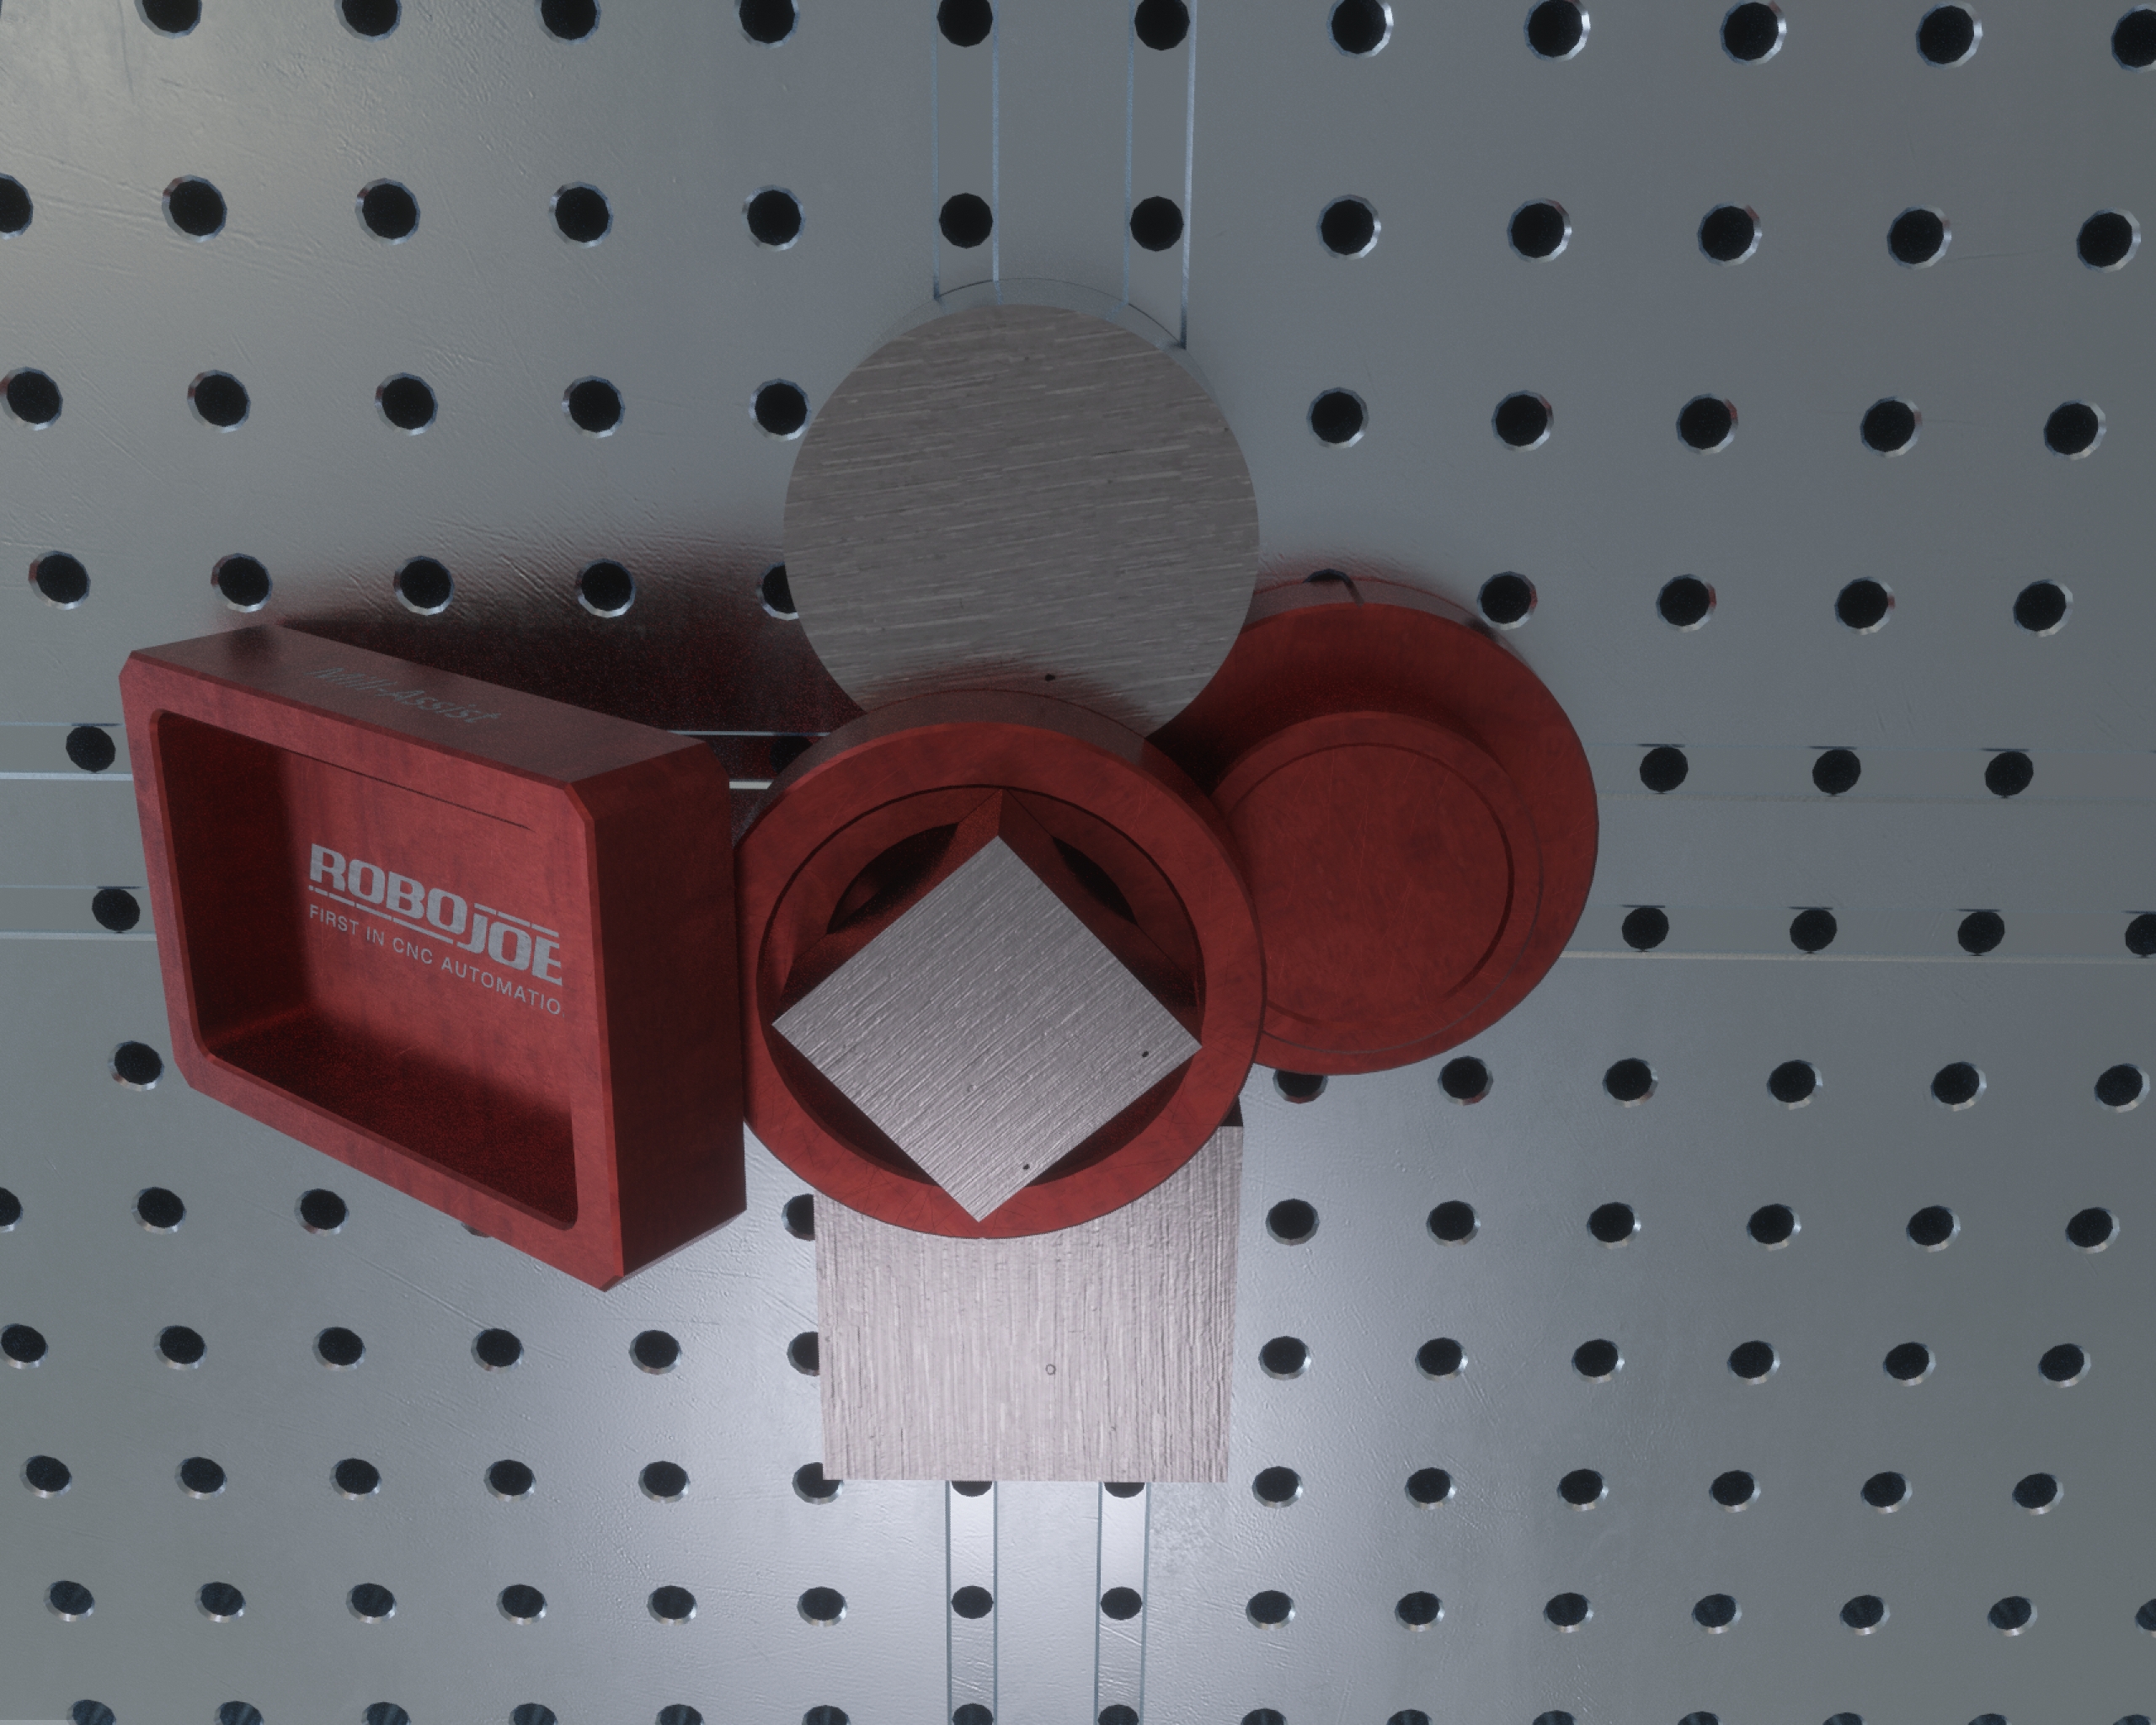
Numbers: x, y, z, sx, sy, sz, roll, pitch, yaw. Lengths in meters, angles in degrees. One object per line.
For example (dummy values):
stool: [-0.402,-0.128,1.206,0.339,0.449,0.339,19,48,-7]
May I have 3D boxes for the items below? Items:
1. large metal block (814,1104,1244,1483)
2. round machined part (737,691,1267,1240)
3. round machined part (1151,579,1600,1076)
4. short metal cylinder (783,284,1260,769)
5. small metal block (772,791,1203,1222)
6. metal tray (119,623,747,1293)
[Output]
large metal block: [-0.010,0.077,0.425,0.081,0.050,0.079,1,110,-1]
round machined part: [-0.017,0.016,0.379,0.099,0.042,0.097,0,110,0]
round machined part: [0.052,-0.002,0.402,0.099,0.042,0.097,0,110,0]
short metal cylinder: [-0.010,-0.062,0.376,0.081,0.050,0.079,0,110,0]
small metal block: [-0.015,0.024,0.356,0.050,0.025,0.050,-40,106,13]
metal tray: [-0.118,0.013,0.376,0.130,0.030,0.089,15,115,34]
